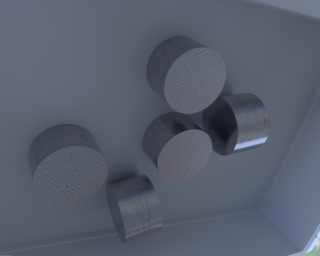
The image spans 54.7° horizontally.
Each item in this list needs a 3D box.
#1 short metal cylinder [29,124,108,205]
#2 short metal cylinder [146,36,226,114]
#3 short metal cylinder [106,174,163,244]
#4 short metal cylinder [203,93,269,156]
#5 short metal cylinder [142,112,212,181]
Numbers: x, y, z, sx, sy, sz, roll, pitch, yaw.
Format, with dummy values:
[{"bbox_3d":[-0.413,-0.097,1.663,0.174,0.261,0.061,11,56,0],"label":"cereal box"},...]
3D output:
[{"bbox_3d":[-0.107,0.042,0.360,0.081,0.050,0.079,-14,124,-21],"label":"short metal cylinder"},{"bbox_3d":[0.031,-0.064,0.370,0.081,0.050,0.079,-14,124,-21],"label":"short metal cylinder"},{"bbox_3d":[-0.036,0.108,0.420,0.050,0.080,0.079,-13,124,-21],"label":"short metal cylinder"},{"bbox_3d":[0.102,-0.006,0.425,0.050,0.080,0.079,-10,123,-23],"label":"short metal cylinder"},{"bbox_3d":[0.023,0.025,0.420,0.081,0.050,0.079,-14,124,-21],"label":"short metal cylinder"}]
